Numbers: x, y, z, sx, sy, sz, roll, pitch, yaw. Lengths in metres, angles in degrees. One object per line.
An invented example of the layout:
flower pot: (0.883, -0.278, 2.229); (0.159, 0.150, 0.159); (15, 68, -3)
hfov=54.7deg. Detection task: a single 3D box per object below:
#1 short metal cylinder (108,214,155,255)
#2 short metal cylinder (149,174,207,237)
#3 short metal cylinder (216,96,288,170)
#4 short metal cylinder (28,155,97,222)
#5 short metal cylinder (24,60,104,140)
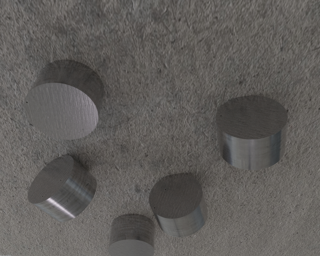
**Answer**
short metal cylinder: (-0.050, 0.200, 0.560); (0.081, 0.050, 0.079); (0, 130, 0)
short metal cylinder: (0.029, 0.117, 0.470); (0.080, 0.080, 0.050); (-10, 129, 8)
short metal cylinder: (0.110, 0.004, 0.376); (0.080, 0.080, 0.050); (-9, 130, 7)
short metal cylinder: (-0.138, 0.086, 0.443); (0.080, 0.080, 0.050); (-24, 126, 19)
short metal cylinder: (-0.109, -0.032, 0.362); (0.081, 0.050, 0.079); (0, 130, 0)
